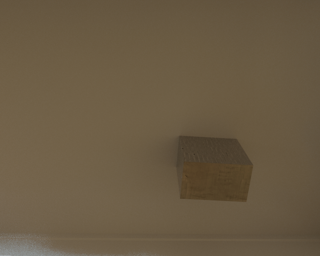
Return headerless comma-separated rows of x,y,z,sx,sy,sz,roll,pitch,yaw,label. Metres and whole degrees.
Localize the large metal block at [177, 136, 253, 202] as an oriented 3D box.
0.066,0.050,0.401,0.081,0.080,0.050,3,110,-2,large metal block
